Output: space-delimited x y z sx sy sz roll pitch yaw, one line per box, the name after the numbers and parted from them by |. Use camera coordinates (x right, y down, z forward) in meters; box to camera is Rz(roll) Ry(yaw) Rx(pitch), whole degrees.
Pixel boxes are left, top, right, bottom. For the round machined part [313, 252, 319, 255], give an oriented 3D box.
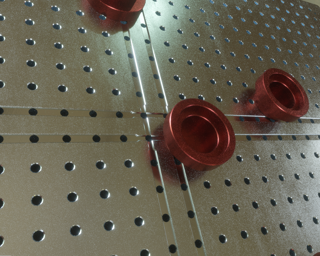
0.220 0.207 0.389 0.099 0.042 0.098 13 56 -21 | round machined part

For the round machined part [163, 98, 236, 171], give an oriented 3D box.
0.048 0.012 0.415 0.099 0.042 0.098 13 56 -21 | round machined part

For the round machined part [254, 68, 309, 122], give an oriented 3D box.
0.205 -0.052 0.538 0.099 0.042 0.098 13 56 -21 | round machined part

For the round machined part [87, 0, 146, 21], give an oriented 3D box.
-0.068 -0.222 0.496 0.099 0.042 0.098 13 56 -21 | round machined part
